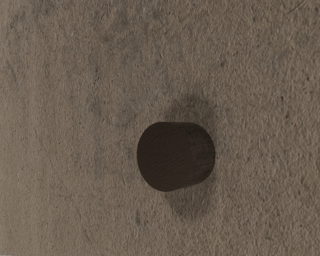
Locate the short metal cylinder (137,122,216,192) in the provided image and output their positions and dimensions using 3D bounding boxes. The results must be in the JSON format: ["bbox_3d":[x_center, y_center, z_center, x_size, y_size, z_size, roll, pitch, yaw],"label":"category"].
[{"bbox_3d":[0.019,0.033,0.372,0.080,0.050,0.079,0,90,39],"label":"short metal cylinder"}]
